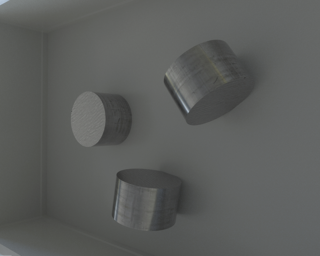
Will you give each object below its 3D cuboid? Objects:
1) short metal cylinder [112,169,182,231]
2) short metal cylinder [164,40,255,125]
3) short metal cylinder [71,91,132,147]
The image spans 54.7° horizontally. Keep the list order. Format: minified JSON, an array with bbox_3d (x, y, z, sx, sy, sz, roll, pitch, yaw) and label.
[{"bbox_3d":[-0.017,0.086,0.385,0.080,0.081,0.050,13,99,39],"label":"short metal cylinder"},{"bbox_3d":[0.051,-0.046,0.329,0.080,0.081,0.050,-42,64,32],"label":"short metal cylinder"},{"bbox_3d":[-0.088,-0.013,0.464,0.080,0.050,0.080,0,90,40],"label":"short metal cylinder"}]
